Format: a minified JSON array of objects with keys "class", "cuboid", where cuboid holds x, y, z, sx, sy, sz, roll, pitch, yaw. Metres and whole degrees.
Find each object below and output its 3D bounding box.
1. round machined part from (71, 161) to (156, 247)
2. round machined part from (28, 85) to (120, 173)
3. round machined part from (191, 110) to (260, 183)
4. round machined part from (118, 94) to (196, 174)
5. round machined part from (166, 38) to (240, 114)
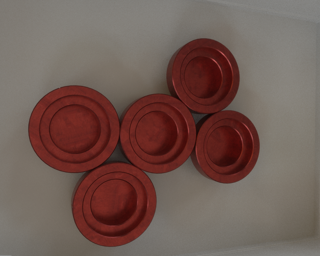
[{"class":"round machined part","cuboid":[-0.057,0.088,0.377,0.099,0.042,0.097,0,90,-20]},{"class":"round machined part","cuboid":[-0.100,0.001,0.362,0.099,0.042,0.097,0,90,-20]},{"class":"round machined part","cuboid":[0.085,0.025,0.430,0.099,0.042,0.097,0,90,-20]},{"class":"round machined part","cuboid":[-0.007,0.007,0.395,0.099,0.042,0.097,0,90,-20]},{"class":"round machined part","cuboid":[0.054,-0.067,0.419,0.099,0.042,0.097,0,90,-20]}]
